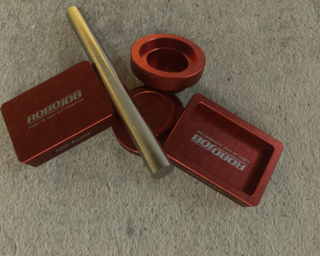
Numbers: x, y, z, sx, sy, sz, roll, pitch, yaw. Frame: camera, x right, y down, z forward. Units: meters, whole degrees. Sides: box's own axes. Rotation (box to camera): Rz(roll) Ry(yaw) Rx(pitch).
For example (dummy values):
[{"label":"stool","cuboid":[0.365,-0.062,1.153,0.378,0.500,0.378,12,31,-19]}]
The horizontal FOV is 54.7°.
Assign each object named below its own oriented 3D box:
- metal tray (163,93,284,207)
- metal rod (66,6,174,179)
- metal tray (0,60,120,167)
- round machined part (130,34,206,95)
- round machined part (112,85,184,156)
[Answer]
[{"label":"metal tray","cuboid":[0.076,0.027,0.386,0.130,0.030,0.090,31,72,0]},{"label":"metal rod","cuboid":[-0.064,-0.064,0.397,0.025,0.025,0.299,-26,59,-9]},{"label":"metal tray","cuboid":[-0.129,-0.019,0.401,0.130,0.030,0.090,-29,70,-1]},{"label":"round machined part","cuboid":[0.009,-0.083,0.419,0.099,0.042,0.098,4,48,-5]},{"label":"round machined part","cuboid":[-0.015,-0.014,0.406,0.099,0.042,0.098,0,70,0]}]
